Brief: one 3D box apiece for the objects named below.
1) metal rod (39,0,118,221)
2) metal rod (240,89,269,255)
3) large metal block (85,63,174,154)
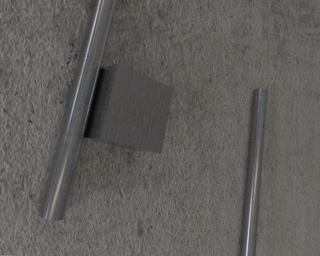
[{"bbox_3d":[-0.080,-0.054,0.337,0.025,0.025,0.299,19,78,-39],"label":"metal rod"},{"bbox_3d":[0.166,0.080,0.543,0.025,0.025,0.298,11,83,-40],"label":"metal rod"},{"bbox_3d":[-0.037,-0.019,0.357,0.080,0.050,0.080,18,79,-39],"label":"large metal block"}]
